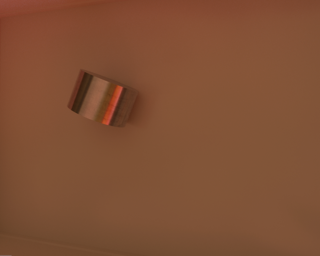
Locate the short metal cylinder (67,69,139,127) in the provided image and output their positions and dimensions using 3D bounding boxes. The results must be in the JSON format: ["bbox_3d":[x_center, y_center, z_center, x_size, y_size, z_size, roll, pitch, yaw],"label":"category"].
[{"bbox_3d":[-0.074,-0.039,0.408,0.080,0.080,0.050,24,98,18],"label":"short metal cylinder"}]
